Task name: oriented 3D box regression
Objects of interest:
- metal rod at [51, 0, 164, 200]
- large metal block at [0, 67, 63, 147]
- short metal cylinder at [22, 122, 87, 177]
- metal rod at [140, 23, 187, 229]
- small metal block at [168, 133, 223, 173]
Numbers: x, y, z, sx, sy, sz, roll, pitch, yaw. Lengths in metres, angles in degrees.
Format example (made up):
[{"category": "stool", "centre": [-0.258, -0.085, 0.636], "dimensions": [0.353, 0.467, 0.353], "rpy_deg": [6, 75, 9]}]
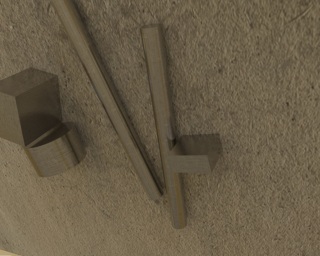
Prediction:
[{"category": "metal rod", "centre": [-0.062, -0.027, 0.421], "dimensions": [0.025, 0.025, 0.299], "rpy_deg": [-11, 113, 32]}, {"category": "large metal block", "centre": [-0.192, -0.032, 0.450], "dimensions": [0.050, 0.080, 0.079], "rpy_deg": [18, 125, 18]}, {"category": "short metal cylinder", "centre": [-0.160, 0.031, 0.472], "dimensions": [0.080, 0.080, 0.050], "rpy_deg": [-5, 116, 30]}, {"category": "metal rod", "centre": [0.010, 0.018, 0.411], "dimensions": [0.025, 0.025, 0.298], "rpy_deg": [5, 121, 25]}, {"category": "small metal block", "centre": [0.045, 0.031, 0.385], "dimensions": [0.050, 0.050, 0.025], "rpy_deg": [-3, 117, 29]}]
